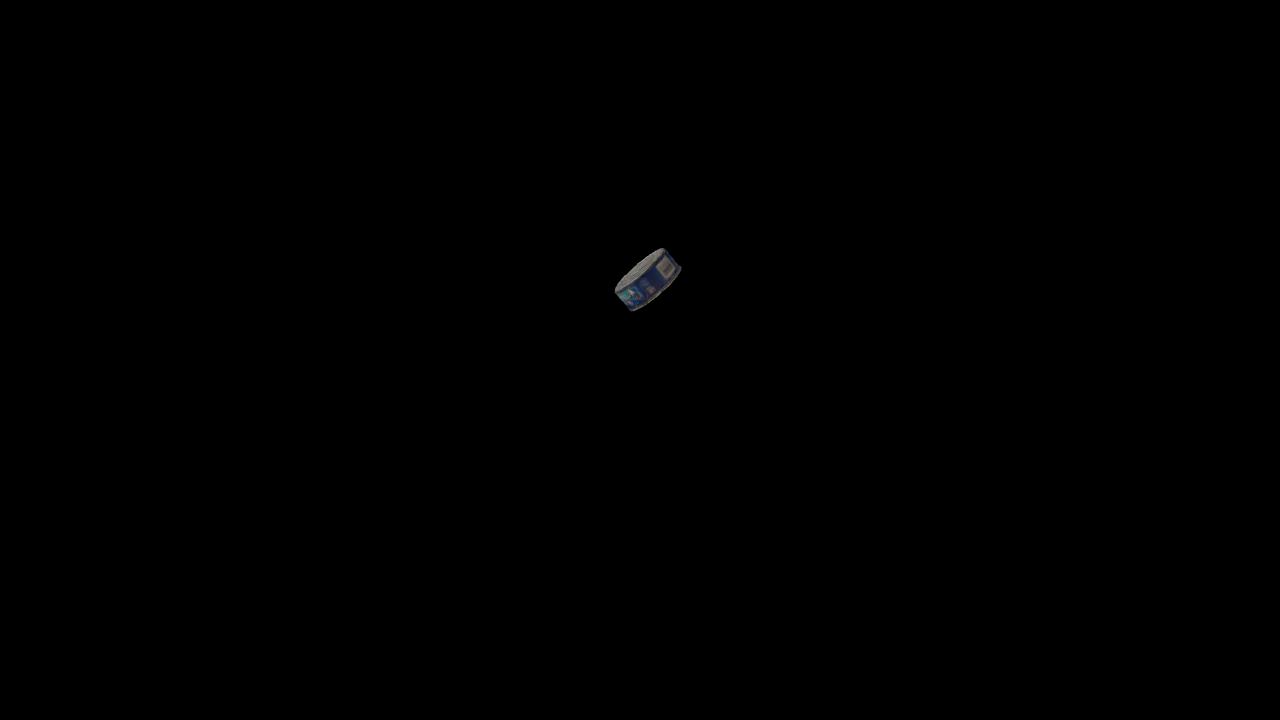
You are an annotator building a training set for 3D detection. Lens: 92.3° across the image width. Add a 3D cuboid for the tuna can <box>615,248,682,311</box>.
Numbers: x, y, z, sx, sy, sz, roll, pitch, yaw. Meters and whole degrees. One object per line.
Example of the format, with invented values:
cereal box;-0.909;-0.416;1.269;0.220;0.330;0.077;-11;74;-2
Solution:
tuna can;0.009;-0.100;0.764;0.084;0.034;0.084;-38;16;13
